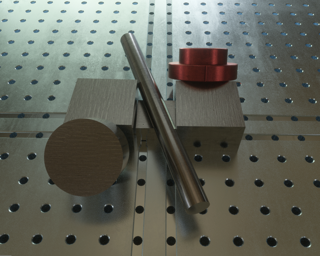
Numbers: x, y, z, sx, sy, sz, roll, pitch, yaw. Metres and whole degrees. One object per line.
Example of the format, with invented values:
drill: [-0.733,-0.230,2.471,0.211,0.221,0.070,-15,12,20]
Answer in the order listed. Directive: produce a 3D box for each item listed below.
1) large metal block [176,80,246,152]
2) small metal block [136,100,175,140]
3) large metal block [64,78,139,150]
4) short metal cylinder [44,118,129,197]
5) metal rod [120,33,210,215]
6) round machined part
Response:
large metal block: [0.061,-0.017,0.406,0.081,0.050,0.080,1,50,0]
small metal block: [-0.005,-0.011,0.417,0.050,0.025,0.050,1,50,0]
large metal block: [-0.072,-0.019,0.408,0.080,0.050,0.080,2,50,1]
short metal cylinder: [-0.077,0.029,0.339,0.080,0.050,0.079,0,93,1]
metal rod: [-0.006,-0.030,0.399,0.025,0.025,0.300,-13,51,-11]
round machined part: [0.061,-0.093,0.443,0.099,0.042,0.098,1,15,0]
